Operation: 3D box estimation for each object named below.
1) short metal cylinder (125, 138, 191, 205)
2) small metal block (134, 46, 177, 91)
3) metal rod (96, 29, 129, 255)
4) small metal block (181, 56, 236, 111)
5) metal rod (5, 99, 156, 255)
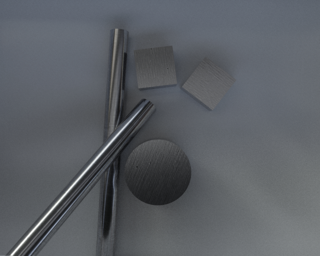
[{"bbox_3d":[-0.002,0.054,0.399,0.081,0.050,0.079,0,90,-1],"label":"short metal cylinder"},{"bbox_3d":[-0.006,-0.079,0.411,0.050,0.025,0.050,-7,90,-1],"label":"small metal block"},{"bbox_3d":[-0.063,0.021,0.410,0.025,0.025,0.298,4,90,-1],"label":"metal rod"},{"bbox_3d":[0.064,-0.058,0.412,0.050,0.025,0.050,38,90,-1],"label":"small metal block"},{"bbox_3d":[-0.099,0.077,0.349,0.025,0.025,0.301,38,65,0],"label":"metal rod"}]
